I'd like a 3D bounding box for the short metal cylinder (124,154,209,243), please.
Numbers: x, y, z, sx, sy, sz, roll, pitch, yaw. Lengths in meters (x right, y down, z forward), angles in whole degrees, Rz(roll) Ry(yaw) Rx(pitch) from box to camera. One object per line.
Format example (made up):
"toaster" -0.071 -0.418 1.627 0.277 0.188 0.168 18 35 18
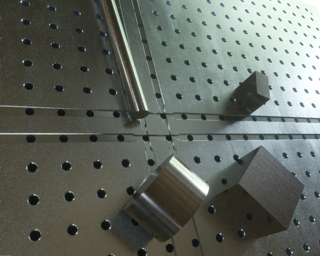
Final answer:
"short metal cylinder" 0.007 0.074 0.333 0.050 0.080 0.080 42 51 0

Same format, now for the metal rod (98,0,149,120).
"metal rod" -0.068 -0.149 0.463 0.025 0.025 0.299 -4 64 -30

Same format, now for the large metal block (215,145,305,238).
"large metal block" 0.135 0.084 0.416 0.080 0.050 0.080 44 51 2

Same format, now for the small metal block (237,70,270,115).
"small metal block" 0.153 -0.058 0.513 0.025 0.050 0.050 21 54 -17
